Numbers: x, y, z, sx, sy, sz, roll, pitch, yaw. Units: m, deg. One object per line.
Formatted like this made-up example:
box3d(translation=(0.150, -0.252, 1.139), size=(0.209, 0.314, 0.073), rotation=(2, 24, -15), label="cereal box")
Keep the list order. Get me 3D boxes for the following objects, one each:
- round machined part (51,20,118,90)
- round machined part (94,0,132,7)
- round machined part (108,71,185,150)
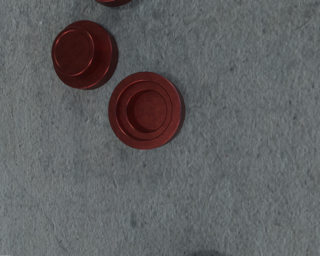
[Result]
box3d(translation=(-0.112, -0.104, 0.438), size=(0.098, 0.042, 0.097), rotation=(0, 90, 19), label="round machined part")
box3d(translation=(-0.058, -0.212, 0.419), size=(0.098, 0.042, 0.097), rotation=(0, 90, 19), label="round machined part")
box3d(translation=(-0.014, -0.022, 0.404), size=(0.098, 0.042, 0.097), rotation=(0, 90, 19), label="round machined part")
